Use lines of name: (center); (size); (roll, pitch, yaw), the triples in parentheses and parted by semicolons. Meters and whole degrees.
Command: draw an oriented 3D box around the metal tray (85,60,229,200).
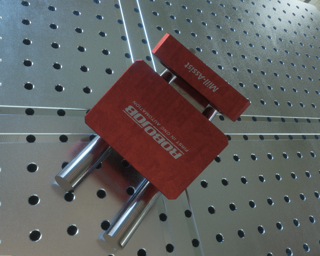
metal tray: (-0.004, 0.002, 0.337); (0.130, 0.030, 0.090); (43, 94, 0)

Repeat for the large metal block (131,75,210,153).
large metal block: (0.018, -0.021, 0.396); (0.050, 0.080, 0.080); (41, 51, -1)

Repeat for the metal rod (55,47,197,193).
metal rod: (-0.025, -0.032, 0.416); (0.025, 0.025, 0.301); (40, 51, -1)

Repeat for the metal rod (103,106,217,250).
metal rod: (0.028, 0.027, 0.409); (0.025, 0.025, 0.301); (41, 51, -1)

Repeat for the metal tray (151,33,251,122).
metal tray: (0.051, -0.064, 0.406); (0.130, 0.030, 0.090); (40, 7, -2)
